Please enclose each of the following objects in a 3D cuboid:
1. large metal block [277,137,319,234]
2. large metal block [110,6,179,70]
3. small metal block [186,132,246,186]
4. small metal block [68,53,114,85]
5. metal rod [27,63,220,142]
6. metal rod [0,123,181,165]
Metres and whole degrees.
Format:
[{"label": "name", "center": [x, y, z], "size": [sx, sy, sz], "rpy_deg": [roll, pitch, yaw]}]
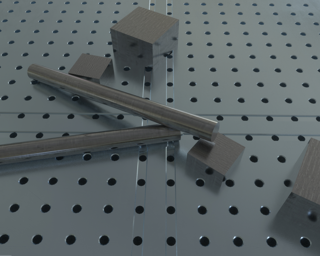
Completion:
[{"label": "large metal block", "center": [0.185, 0.068, 0.335], "size": [0.080, 0.050, 0.080], "rpy_deg": [25, 54, 19]}, {"label": "large metal block", "center": [-0.024, -0.152, 0.519], "size": [0.080, 0.050, 0.080], "rpy_deg": [26, 55, 20]}, {"label": "small metal block", "center": [0.068, 0.034, 0.379], "size": [0.050, 0.025, 0.050], "rpy_deg": [31, 56, 23]}, {"label": "small metal block", "center": [-0.106, -0.087, 0.480], "size": [0.050, 0.025, 0.050], "rpy_deg": [12, 51, 10]}, {"label": "metal rod", "center": [-0.065, -0.042, 0.421], "size": [0.301, 0.025, 0.025], "rpy_deg": [20, 53, 23]}, {"label": "metal rod", "center": [-0.124, 0.023, 0.386], "size": [0.302, 0.025, 0.025], "rpy_deg": [-8, 51, -7]}]
